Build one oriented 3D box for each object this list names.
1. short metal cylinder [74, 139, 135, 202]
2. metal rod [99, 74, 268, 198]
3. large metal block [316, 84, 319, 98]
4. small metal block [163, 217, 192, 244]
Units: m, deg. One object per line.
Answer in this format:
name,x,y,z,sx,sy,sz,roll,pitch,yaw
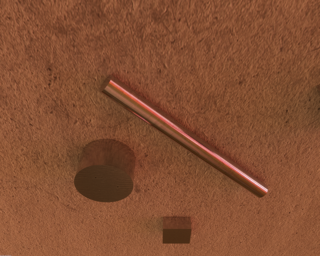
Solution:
short metal cylinder,-0.077,0.062,0.443,0.081,0.050,0.079,0,130,0
metal rod,0.049,0.024,0.427,0.301,0.025,0.025,34,122,-26
large metal block,0.247,-0.026,0.371,0.080,0.050,0.080,-25,126,20
small metal block,0.030,0.187,0.567,0.050,0.025,0.050,0,130,-1
